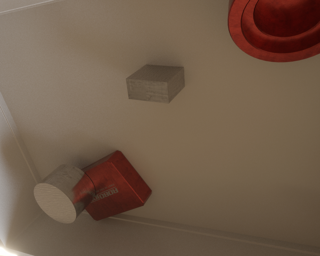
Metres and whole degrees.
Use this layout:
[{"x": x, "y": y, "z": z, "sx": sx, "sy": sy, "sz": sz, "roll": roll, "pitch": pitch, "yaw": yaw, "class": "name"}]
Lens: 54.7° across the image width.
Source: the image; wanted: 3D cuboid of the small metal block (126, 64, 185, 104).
[{"x": -0.004, "y": -0.053, "z": 0.361, "sx": 0.050, "sy": 0.050, "sz": 0.025, "roll": 9, "pitch": 122, "yaw": 23, "class": "small metal block"}]

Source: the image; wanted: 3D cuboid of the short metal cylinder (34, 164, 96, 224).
[{"x": -0.152, "y": 0.105, "z": 0.495, "sx": 0.080, "sy": 0.050, "sz": 0.079, "roll": 13, "pitch": 124, "yaw": 21, "class": "short metal cylinder"}]

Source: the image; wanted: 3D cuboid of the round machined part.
[{"x": 0.108, "y": -0.104, "z": 0.259, "sx": 0.099, "sy": 0.042, "sz": 0.098, "roll": 7, "pitch": 149, "yaw": 5, "class": "round machined part"}]

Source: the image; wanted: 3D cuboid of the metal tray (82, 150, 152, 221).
[{"x": -0.088, "y": 0.099, "z": 0.511, "sx": 0.130, "sy": 0.030, "sz": 0.090, "roll": -28, "pitch": 103, "yaw": 37, "class": "metal tray"}]
